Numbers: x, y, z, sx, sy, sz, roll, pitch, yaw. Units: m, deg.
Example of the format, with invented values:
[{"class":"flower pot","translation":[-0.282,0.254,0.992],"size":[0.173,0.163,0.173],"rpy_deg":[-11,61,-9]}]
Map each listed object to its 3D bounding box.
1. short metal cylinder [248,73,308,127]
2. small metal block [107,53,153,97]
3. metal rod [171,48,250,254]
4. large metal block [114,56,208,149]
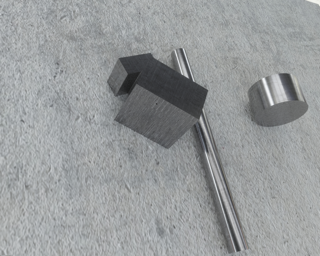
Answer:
[{"class":"short metal cylinder","translation":[0.187,-0.043,0.495],"size":[0.081,0.080,0.050],"rpy_deg":[7,59,-25]},{"class":"small metal block","translation":[-0.036,-0.071,0.411],"size":[0.050,0.050,0.025],"rpy_deg":[-19,72,-35]},{"class":"metal rod","translation":[0.061,0.014,0.428],"size":[0.025,0.025,0.299],"rpy_deg":[1,61,-28]},{"class":"large metal block","translation":[0.000,-0.028,0.386],"size":[0.080,0.080,0.050],"rpy_deg":[29,52,-10]}]
